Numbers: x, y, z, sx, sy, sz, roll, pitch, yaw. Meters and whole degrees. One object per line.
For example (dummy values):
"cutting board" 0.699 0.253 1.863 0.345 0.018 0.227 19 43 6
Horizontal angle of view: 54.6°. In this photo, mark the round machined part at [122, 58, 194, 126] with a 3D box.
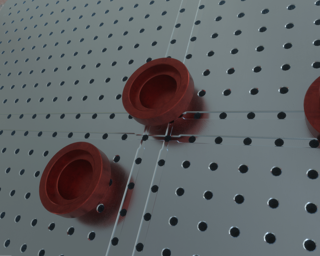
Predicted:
"round machined part" 0.001 -0.045 0.425 0.098 0.042 0.098 -13 56 21

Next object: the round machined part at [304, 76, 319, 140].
"round machined part" 0.198 -0.027 0.310 0.098 0.042 0.098 -13 56 21

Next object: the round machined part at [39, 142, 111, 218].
"round machined part" -0.107 0.071 0.411 0.098 0.042 0.098 -13 56 21
